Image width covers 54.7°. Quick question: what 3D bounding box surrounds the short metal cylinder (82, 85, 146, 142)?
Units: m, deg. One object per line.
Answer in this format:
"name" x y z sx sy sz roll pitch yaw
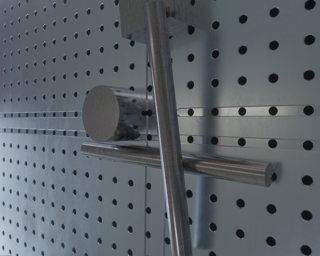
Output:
"short metal cylinder" -0.067 -0.020 0.449 0.080 0.050 0.079 0 90 40

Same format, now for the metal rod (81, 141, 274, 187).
"metal rod" -0.004 0.041 0.412 0.300 0.025 0.025 4 92 39

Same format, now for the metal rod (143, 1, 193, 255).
"metal rod" 0.010 0.010 0.359 0.025 0.025 0.298 -2 97 40

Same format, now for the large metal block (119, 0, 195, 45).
"large metal block" -0.006 -0.162 0.398 0.080 0.050 0.080 -8 85 39
